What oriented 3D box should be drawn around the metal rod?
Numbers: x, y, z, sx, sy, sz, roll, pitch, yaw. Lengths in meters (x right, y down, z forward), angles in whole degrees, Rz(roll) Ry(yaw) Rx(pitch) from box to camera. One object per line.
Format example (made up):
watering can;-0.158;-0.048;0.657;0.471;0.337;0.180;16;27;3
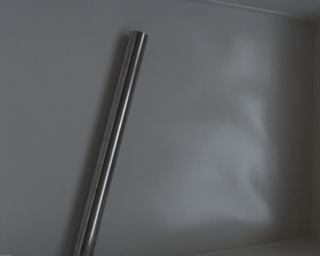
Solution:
metal rod;-0.062;0.024;0.388;0.025;0.025;0.299;16;85;-20
